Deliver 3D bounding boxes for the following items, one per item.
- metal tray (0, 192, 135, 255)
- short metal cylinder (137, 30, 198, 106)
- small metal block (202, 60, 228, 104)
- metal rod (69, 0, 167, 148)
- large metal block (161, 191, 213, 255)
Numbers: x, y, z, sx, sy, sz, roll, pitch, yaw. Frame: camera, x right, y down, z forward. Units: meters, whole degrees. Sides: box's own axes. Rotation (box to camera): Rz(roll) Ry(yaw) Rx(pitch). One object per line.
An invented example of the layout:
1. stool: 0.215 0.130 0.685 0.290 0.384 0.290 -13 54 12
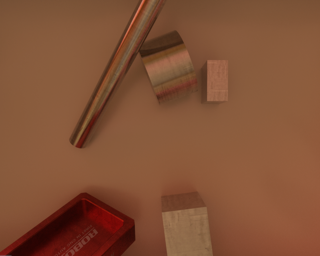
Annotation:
1. metal tray: -0.101 0.135 0.347 0.090 0.131 0.030 20 125 29
2. short metal cylinder: 0.008 -0.074 0.384 0.050 0.080 0.080 -21 90 0
3. small metal block: 0.070 -0.058 0.400 0.025 0.050 0.050 0 90 0
4. metal rod: -0.034 -0.092 0.345 0.025 0.025 0.298 34 117 -1
5. large metal block: 0.032 0.130 0.384 0.050 0.080 0.079 -7 90 0
